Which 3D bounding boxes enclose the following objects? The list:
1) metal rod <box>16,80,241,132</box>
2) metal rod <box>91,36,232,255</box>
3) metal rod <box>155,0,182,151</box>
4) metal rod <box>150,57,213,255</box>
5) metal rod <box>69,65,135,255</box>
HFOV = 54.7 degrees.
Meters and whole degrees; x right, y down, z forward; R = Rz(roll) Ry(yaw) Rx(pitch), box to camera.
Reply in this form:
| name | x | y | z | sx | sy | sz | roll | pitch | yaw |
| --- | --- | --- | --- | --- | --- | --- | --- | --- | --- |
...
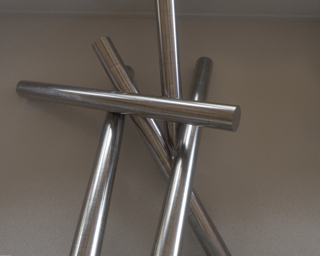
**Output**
| name | x | y | z | sx | sy | sz | roll | pitch | yaw |
| --- | --- | --- | --- | --- | --- | --- | --- | --- | --- |
| metal rod | -0.059 | -0.031 | 0.356 | 0.300 | 0.025 | 0.025 | 10 | 68 | 29 |
| metal rod | 0.000 | 0.026 | 0.365 | 0.025 | 0.025 | 0.299 | -28 | 85 | -10 |
| metal rod | 0.011 | -0.084 | 0.374 | 0.025 | 0.025 | 0.298 | -5 | 95 | -2 |
| metal rod | 0.032 | 0.014 | 0.345 | 0.025 | 0.025 | 0.300 | 13 | 47 | 4 |
| metal rod | -0.056 | 0.027 | 0.334 | 0.025 | 0.025 | 0.300 | 3 | 45 | 1 |
